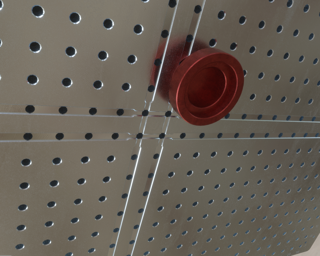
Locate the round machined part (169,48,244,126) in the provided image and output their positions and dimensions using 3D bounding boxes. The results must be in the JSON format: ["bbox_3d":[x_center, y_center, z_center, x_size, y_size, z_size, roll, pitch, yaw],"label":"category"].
[{"bbox_3d":[0.055,-0.055,0.398,0.099,0.042,0.097,-14,125,-21],"label":"round machined part"}]
